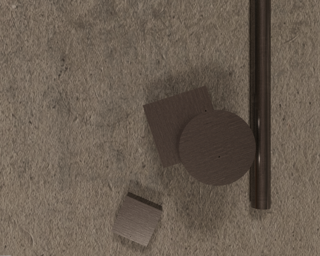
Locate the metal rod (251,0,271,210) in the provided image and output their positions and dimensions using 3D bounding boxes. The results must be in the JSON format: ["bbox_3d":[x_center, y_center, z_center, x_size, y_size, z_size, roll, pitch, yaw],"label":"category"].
[{"bbox_3d":[0.134,-0.044,0.411,0.025,0.025,0.298,0,90,-1],"label":"metal rod"}]

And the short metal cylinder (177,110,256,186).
[{"bbox_3d":[0.060,0.020,0.348,0.081,0.050,0.079,0,90,-1],"label":"short metal cylinder"}]

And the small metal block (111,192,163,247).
[{"bbox_3d":[-0.030,0.120,0.410,0.050,0.025,0.050,24,90,-1],"label":"small metal block"}]

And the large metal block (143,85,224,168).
[{"bbox_3d":[0.030,-0.002,0.398,0.080,0.050,0.080,-18,90,-1],"label":"large metal block"}]
